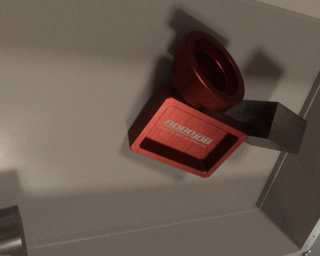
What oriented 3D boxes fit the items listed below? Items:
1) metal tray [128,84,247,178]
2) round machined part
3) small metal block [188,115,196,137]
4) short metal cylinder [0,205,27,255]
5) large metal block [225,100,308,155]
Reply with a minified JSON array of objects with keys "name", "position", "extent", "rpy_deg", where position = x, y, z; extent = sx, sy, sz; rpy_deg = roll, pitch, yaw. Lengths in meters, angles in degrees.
[{"name":"metal tray","position":[0.036,0.010,0.404],"extent":[0.131,0.030,0.090],"rpy_deg":[24,119,-26]},{"name":"round machined part","position":[0.052,-0.062,0.365],"extent":[0.099,0.098,0.042],"rpy_deg":[19,143,-36]},{"name":"small metal block","position":[0.060,-0.018,0.432],"extent":[0.050,0.025,0.050],"rpy_deg":[-29,129,-10]},{"name":"short metal cylinder","position":[-0.185,0.136,0.357],"extent":[0.050,0.080,0.079],"rpy_deg":[-11,123,-23]},{"name":"large metal block","position":[0.149,-0.003,0.447],"extent":[0.080,0.080,0.050],"rpy_deg":[22,84,-37]}]
